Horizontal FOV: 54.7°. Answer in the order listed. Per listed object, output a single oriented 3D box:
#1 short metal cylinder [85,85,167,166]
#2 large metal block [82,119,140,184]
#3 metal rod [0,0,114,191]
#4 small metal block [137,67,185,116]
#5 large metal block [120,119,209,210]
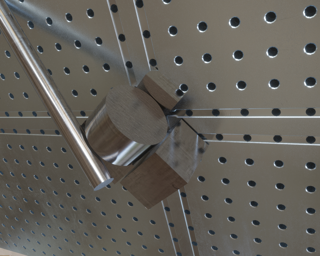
[{"bbox_3d":[-0.039,-0.003,0.360,0.080,0.080,0.050,45,129,-4],"label":"short metal cylinder"},{"bbox_3d":[-0.056,0.013,0.413,0.080,0.080,0.050,44,129,-3],"label":"large metal block"},{"bbox_3d":[-0.145,-0.056,0.383,0.299,0.025,0.025,55,131,16],"label":"metal rod"},{"bbox_3d":[-0.005,-0.038,0.390,0.050,0.025,0.050,41,129,-1],"label":"small metal block"},{"bbox_3d":[0.007,0.046,0.397,0.050,0.080,0.080,44,129,-3],"label":"large metal block"}]
